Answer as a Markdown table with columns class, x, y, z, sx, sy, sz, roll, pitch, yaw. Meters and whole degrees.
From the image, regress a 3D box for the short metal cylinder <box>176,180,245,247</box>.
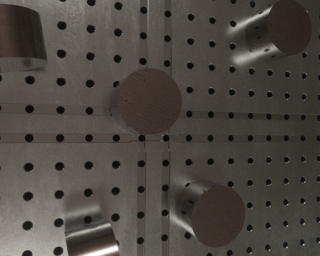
| class | x | y | z | sx | sy | sz | roll | pitch | yaw |
| --- | --- | --- | --- | --- | --- | --- | --- | --- | --- |
| short metal cylinder | 0.068 | 0.115 | 0.426 | 0.081 | 0.050 | 0.079 | 0 | 90 | -20 |

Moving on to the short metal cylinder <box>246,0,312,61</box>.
| class | x | y | z | sx | sy | sz | roll | pitch | yaw |
| --- | --- | --- | --- | --- | --- | --- | --- | --- | --- |
| short metal cylinder | 0.178 | -0.145 | 0.467 | 0.081 | 0.050 | 0.079 | 0 | 90 | -21 |

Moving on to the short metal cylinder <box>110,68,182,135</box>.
| class | x | y | z | sx | sy | sz | roll | pitch | yaw |
| --- | --- | --- | --- | --- | --- | --- | --- | --- | --- |
| short metal cylinder | -0.019 | -0.032 | 0.393 | 0.081 | 0.050 | 0.079 | 0 | 90 | -21 |

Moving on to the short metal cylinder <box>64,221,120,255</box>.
| class | x | y | z | sx | sy | sz | roll | pitch | yaw |
| --- | --- | --- | --- | --- | --- | --- | --- | --- | --- |
| short metal cylinder | -0.077 | 0.153 | 0.356 | 0.050 | 0.080 | 0.079 | -10 | 94 | -20 |

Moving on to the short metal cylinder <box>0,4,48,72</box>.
| class | x | y | z | sx | sy | sz | roll | pitch | yaw |
| --- | --- | --- | --- | --- | --- | --- | --- | --- | --- |
| short metal cylinder | -0.164 | -0.090 | 0.323 | 0.081 | 0.080 | 0.050 | -9 | 94 | -20 |
